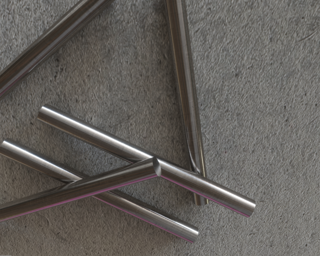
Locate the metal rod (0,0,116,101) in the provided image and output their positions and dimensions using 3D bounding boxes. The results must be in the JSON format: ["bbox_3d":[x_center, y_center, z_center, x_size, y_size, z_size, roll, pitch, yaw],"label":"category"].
[{"bbox_3d":[-0.174,-0.071,0.381,0.300,0.025,0.025,-36,106,12],"label":"metal rod"}]

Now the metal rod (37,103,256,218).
[{"bbox_3d":[-0.016,0.043,0.407,0.301,0.025,0.025,25,108,-2],"label":"metal rod"}]

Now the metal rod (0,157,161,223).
[{"bbox_3d":[-0.141,0.093,0.418,0.301,0.025,0.025,-19,110,16],"label":"metal rod"}]

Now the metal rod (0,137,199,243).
[{"bbox_3d":[-0.079,0.093,0.443,0.301,0.025,0.025,28,108,-10],"label":"metal rod"}]

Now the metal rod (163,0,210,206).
[{"bbox_3d":[0.036,-0.033,0.397,0.025,0.025,0.298,-9,110,3],"label":"metal rod"}]
